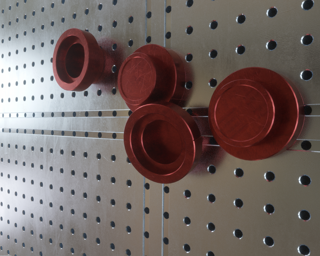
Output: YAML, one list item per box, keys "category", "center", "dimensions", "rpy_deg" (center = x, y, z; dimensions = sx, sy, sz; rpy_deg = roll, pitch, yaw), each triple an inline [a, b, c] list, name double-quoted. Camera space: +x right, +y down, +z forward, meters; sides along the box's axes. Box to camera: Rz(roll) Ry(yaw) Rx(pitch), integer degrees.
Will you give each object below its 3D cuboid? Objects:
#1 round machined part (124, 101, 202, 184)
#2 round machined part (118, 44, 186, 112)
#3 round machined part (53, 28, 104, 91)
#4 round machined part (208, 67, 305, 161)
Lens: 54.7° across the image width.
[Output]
- category: "round machined part"
  center: [0.007, 0.015, 0.381]
  dimensions: [0.098, 0.042, 0.097]
  rpy_deg: [9, 107, 29]
- category: "round machined part"
  center: [-0.018, -0.063, 0.411]
  dimensions: [0.098, 0.042, 0.097]
  rpy_deg: [0, 90, 39]
- category: "round machined part"
  center: [-0.128, -0.107, 0.501]
  dimensions: [0.098, 0.042, 0.097]
  rpy_deg: [0, 90, 39]
- category: "round machined part"
  center: [0.092, -0.015, 0.321]
  dimensions: [0.098, 0.042, 0.097]
  rpy_deg: [0, 90, 39]
